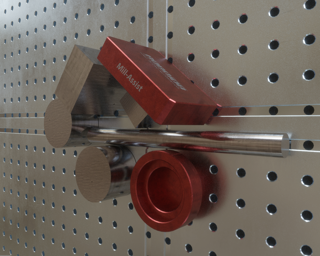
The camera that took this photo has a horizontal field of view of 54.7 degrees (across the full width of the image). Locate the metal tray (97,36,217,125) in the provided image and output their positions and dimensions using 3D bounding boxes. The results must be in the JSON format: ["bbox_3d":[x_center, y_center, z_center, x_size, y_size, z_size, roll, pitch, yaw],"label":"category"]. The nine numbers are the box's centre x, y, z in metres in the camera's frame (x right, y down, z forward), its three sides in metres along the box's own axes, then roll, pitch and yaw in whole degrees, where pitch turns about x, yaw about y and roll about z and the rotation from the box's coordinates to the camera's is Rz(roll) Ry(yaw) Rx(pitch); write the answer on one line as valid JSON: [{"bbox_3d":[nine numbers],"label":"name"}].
[{"bbox_3d":[-0.004,-0.056,0.370,0.130,0.091,0.030,48,119,29],"label":"metal tray"}]

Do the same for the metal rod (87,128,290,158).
[{"bbox_3d":[0.009,0.015,0.402,0.300,0.025,0.025,1,91,40],"label":"metal rod"}]

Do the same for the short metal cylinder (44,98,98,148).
[{"bbox_3d":[-0.149,-0.008,0.515,0.080,0.050,0.080,0,90,40],"label":"short metal cylinder"}]

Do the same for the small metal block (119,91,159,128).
[{"bbox_3d":[-0.023,-0.035,0.429,0.050,0.025,0.050,-46,63,30],"label":"small metal block"}]

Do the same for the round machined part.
[{"bbox_3d":[0.012,0.075,0.389,0.098,0.042,0.097,0,90,40],"label":"round machined part"}]

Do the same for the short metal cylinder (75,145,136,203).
[{"bbox_3d":[-0.080,0.066,0.459,0.080,0.050,0.080,0,90,40],"label":"short metal cylinder"}]

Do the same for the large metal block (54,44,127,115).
[{"bbox_3d":[-0.093,-0.066,0.451,0.050,0.081,0.080,46,117,29],"label":"large metal block"}]
